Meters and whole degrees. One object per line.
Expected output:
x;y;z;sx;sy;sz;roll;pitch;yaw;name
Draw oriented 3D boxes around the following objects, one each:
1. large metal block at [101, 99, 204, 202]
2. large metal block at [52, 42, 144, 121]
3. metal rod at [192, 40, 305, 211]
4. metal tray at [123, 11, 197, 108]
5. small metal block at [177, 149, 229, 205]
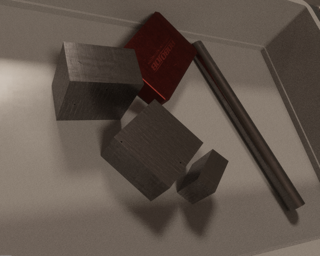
-0.008;0.025;0.371;0.080;0.050;0.080;42;51;0;large metal block
-0.076;-0.050;0.361;0.081;0.080;0.050;-2;63;-29;large metal block
0.128;-0.013;0.485;0.025;0.025;0.299;-17;71;-35;metal rod
-0.005;-0.102;0.453;0.090;0.030;0.130;41;50;-15;metal tray
0.053;0.061;0.383;0.025;0.050;0.050;38;51;-4;small metal block
